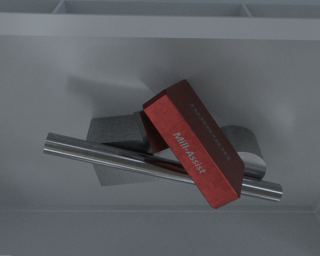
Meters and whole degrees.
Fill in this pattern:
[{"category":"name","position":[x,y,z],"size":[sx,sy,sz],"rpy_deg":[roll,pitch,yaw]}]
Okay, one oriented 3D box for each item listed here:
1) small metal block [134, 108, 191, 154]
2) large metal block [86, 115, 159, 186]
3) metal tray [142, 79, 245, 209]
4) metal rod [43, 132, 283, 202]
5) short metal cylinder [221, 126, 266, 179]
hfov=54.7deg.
[{"category":"small metal block","position":[0.003,-0.003,0.361],"size":[0.050,0.025,0.050],"rpy_deg":[-20,97,-18]},{"category":"large metal block","position":[-0.046,0.030,0.416],"size":[0.080,0.050,0.080],"rpy_deg":[-6,130,4]},{"category":"metal tray","position":[0.043,0.012,0.343],"size":[0.030,0.090,0.130],"rpy_deg":[-34,93,24]},{"category":"metal rod","position":[0.014,0.052,0.385],"size":[0.302,0.025,0.025],"rpy_deg":[14,129,-12]},{"category":"short metal cylinder","position":[0.100,0.044,0.430],"size":[0.081,0.050,0.079],"rpy_deg":[0,130,0]}]
